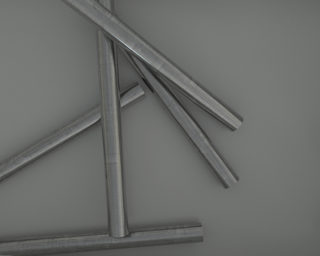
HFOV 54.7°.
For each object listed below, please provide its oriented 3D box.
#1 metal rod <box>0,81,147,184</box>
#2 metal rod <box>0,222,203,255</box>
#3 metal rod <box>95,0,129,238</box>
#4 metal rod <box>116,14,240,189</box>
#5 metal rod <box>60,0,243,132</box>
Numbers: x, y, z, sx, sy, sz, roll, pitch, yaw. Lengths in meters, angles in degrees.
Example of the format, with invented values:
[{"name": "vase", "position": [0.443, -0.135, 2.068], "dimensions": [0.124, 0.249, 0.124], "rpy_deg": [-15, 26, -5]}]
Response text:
[{"name": "metal rod", "position": [-0.153, 0.025, 0.409], "dimensions": [0.301, 0.025, 0.025], "rpy_deg": [-31, 90, -1]}, {"name": "metal rod", "position": [-0.095, 0.150, 0.410], "dimensions": [0.302, 0.025, 0.025], "rpy_deg": [-4, 90, -1]}, {"name": "metal rod", "position": [-0.061, -0.017, 0.384], "dimensions": [0.025, 0.025, 0.298], "rpy_deg": [-4, 90, -1]}, {"name": "metal rod", "position": [0.005, -0.046, 0.411], "dimensions": [0.025, 0.025, 0.299], "rpy_deg": [-37, 90, 0]}, {"name": "metal rod", "position": [-0.016, -0.090, 0.374], "dimensions": [0.301, 0.025, 0.025], "rpy_deg": [36, 90, -15]}]
